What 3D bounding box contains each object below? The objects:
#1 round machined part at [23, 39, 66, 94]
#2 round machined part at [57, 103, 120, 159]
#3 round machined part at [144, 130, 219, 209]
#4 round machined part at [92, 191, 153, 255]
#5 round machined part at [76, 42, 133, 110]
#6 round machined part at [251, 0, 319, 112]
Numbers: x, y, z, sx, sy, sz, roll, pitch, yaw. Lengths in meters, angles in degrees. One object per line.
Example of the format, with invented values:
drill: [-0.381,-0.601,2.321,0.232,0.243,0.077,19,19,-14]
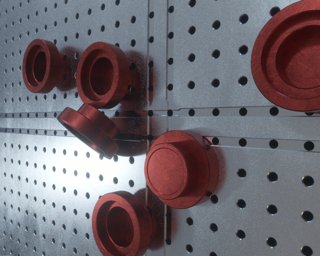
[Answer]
round machined part: [-0.211,-0.112,0.575,0.098,0.042,0.097,0,90,40]
round machined part: [-0.099,0.001,0.458,0.098,0.098,0.042,25,71,37]
round machined part: [0.019,0.051,0.384,0.098,0.042,0.097,0,90,40]
round machined part: [-0.049,0.138,0.440,0.098,0.042,0.097,0,90,39]
round machined part: [-0.079,-0.076,0.465,0.098,0.042,0.097,0,90,40]
round machined part: [0.139,-0.063,0.284,0.098,0.042,0.097,0,90,40]
